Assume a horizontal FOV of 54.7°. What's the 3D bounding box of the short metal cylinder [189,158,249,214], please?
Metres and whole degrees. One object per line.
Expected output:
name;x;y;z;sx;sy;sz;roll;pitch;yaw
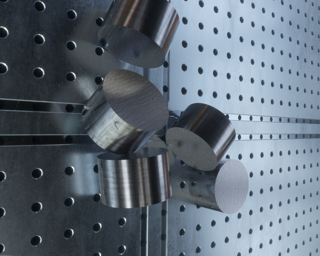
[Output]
short metal cylinder;0.090;0.085;0.471;0.081;0.050;0.079;0;90;-40

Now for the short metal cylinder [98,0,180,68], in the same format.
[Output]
short metal cylinder;-0.024;-0.112;0.355;0.080;0.080;0.050;32;70;-36

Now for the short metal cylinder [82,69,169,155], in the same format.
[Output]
short metal cylinder;-0.038;-0.017;0.340;0.080;0.050;0.080;25;44;-26

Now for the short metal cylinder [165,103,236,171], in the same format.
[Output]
short metal cylinder;0.055;0.013;0.422;0.050;0.080;0.080;-49;119;-29

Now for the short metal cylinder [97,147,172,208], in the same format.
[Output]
short metal cylinder;-0.028;0.053;0.352;0.081;0.080;0.050;-8;96;-40
